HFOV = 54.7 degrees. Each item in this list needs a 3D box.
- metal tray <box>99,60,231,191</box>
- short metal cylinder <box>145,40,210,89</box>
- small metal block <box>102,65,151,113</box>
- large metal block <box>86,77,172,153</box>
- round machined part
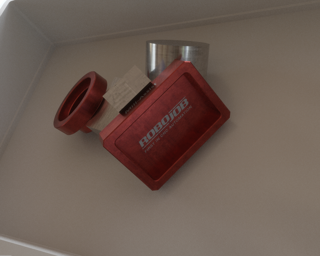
[{"bbox_3d":[0.007,-0.003,0.357,0.130,0.090,0.030,-45,24,-4],"label":"metal tray"},{"bbox_3d":[0.021,-0.085,0.400,0.080,0.081,0.050,17,115,34],"label":"short metal cylinder"},{"bbox_3d":[-0.037,-0.043,0.366,0.050,0.050,0.025,-45,90,-3],"label":"small metal block"},{"bbox_3d":[-0.037,-0.016,0.416,0.080,0.050,0.080,16,70,34],"label":"large metal block"},{"bbox_3d":[-0.108,-0.031,0.451,0.098,0.042,0.098,-35,35,29],"label":"round machined part"}]
